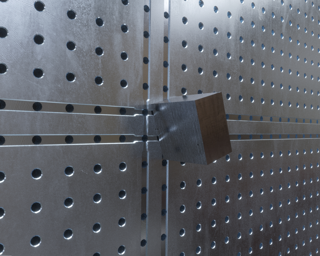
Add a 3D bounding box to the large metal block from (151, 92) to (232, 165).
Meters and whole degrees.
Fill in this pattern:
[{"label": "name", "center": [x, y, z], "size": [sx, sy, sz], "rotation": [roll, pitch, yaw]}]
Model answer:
[{"label": "large metal block", "center": [0.041, -0.001, 0.410], "size": [0.050, 0.080, 0.079], "rotation": [-20, 103, -39]}]
